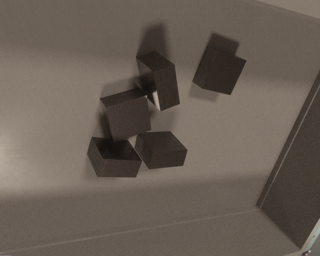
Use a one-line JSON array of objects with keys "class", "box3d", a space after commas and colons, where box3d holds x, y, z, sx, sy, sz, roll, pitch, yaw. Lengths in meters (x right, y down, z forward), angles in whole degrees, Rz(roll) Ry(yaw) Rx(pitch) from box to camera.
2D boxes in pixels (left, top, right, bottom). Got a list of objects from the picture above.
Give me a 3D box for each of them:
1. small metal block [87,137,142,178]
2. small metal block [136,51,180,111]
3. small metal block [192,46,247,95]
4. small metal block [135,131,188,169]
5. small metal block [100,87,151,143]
[{"class": "small metal block", "box3d": [-0.057, 0.036, 0.385, 0.050, 0.050, 0.025, 7, 115, -32]}, {"class": "small metal block", "box3d": [-0.003, -0.055, 0.358, 0.025, 0.050, 0.050, -22, 127, -16]}, {"class": "small metal block", "box3d": [0.078, -0.075, 0.407, 0.050, 0.025, 0.050, 8, 115, -32]}, {"class": "small metal block", "box3d": [0.000, 0.028, 0.412, 0.050, 0.050, 0.025, -2, 119, -28]}, {"class": "small metal block", "box3d": [-0.041, -0.016, 0.378, 0.050, 0.025, 0.050, -19, 126, -18]}]
